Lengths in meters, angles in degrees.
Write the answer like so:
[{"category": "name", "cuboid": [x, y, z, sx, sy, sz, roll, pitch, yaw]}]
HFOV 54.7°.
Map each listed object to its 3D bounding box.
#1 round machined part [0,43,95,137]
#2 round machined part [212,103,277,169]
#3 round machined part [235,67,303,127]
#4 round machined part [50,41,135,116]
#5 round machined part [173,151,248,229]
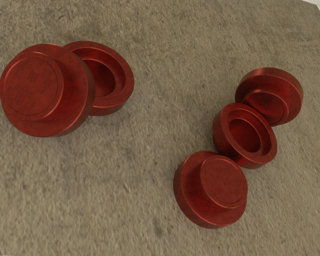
[{"category": "round machined part", "cuboid": [-0.121, -0.039, 0.317, 0.098, 0.042, 0.097, 0, 87, 10]}, {"category": "round machined part", "cuboid": [0.116, 0.015, 0.446, 0.099, 0.042, 0.098, 16, 52, -22]}, {"category": "round machined part", "cuboid": [0.163, -0.039, 0.471, 0.098, 0.097, 0.042, 36, 51, -5]}, {"category": "round machined part", "cuboid": [-0.085, -0.056, 0.383, 0.099, 0.042, 0.098, 14, 56, -21]}, {"category": "round machined part", "cuboid": [0.070, 0.073, 0.388, 0.099, 0.042, 0.098, 14, 56, -21]}]
